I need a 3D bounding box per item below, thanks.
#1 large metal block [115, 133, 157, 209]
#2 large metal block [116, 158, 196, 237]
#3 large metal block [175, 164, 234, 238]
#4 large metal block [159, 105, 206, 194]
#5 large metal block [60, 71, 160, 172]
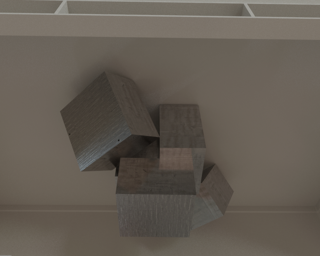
[{"bbox_3d":[-0.029,0.063,0.424,0.050,0.080,0.079,1,130,-1],"label":"large metal block"},{"bbox_3d":[-0.005,0.080,0.353,0.081,0.050,0.079,1,130,-1],"label":"large metal block"},{"bbox_3d":[0.053,0.103,0.449,0.080,0.080,0.050,-34,87,25],"label":"large metal block"},{"bbox_3d":[0.024,0.027,0.392,0.050,0.080,0.079,1,130,-1],"label":"large metal block"},{"bbox_3d":[-0.059,-0.005,0.357,0.080,0.080,0.050,-35,157,26],"label":"large metal block"}]
